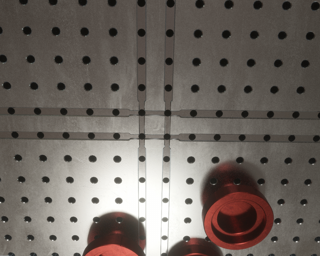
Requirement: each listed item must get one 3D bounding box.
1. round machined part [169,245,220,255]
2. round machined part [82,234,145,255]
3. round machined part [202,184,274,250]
[{"bbox_3d":[0.056,0.240,0.494,0.099,0.042,0.097,0,110,-1],"label":"round machined part"},{"bbox_3d":[-0.071,0.205,0.479,0.099,0.042,0.097,0,110,-1],"label":"round machined part"},{"bbox_3d":[0.110,0.124,0.452,0.099,0.042,0.097,0,110,-1],"label":"round machined part"}]
